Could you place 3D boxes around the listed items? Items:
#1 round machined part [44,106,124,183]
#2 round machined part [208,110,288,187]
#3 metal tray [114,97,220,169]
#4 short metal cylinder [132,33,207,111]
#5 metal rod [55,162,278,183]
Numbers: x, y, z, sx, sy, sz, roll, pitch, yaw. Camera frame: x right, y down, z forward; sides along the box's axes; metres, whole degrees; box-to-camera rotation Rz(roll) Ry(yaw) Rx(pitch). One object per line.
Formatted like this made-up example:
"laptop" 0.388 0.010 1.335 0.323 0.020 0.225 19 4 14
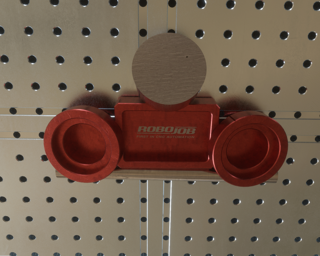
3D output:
"round machined part" -0.094 0.018 0.401 0.099 0.042 0.097 2 108 7
"round machined part" 0.110 0.024 0.405 0.099 0.042 0.097 -3 109 -8
"metal tray" 0.008 0.007 0.408 0.131 0.030 0.089 1 111 -1
"short metal cylinder" 0.010 -0.062 0.358 0.081 0.050 0.080 0 84 0
"metal rod" 0.010 0.061 0.432 0.302 0.025 0.025 2 110 -1
